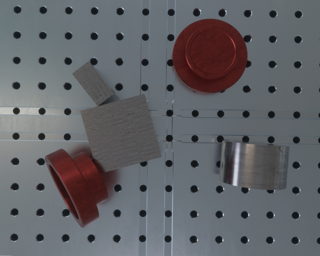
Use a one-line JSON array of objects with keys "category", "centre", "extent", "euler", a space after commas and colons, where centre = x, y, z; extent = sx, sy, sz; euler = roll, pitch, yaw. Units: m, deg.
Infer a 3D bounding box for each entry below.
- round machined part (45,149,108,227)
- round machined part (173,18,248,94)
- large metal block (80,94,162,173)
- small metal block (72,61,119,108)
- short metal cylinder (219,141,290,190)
[{"category": "round machined part", "centre": [-0.099, 0.068, 0.381], "extent": [0.042, 0.098, 0.098], "euler": [-28, 90, -26]}, {"category": "round machined part", "centre": [0.066, -0.095, 0.405], "extent": [0.099, 0.042, 0.097], "euler": [0, 90, 0]}, {"category": "large metal block", "centre": [-0.047, 0.007, 0.400], "extent": [0.080, 0.050, 0.080], "euler": [-15, 90, 0]}, {"category": "small metal block", "centre": [-0.081, -0.054, 0.400], "extent": [0.025, 0.050, 0.050], "euler": [-38, 90, 0]}, {"category": "short metal cylinder", "centre": [0.117, 0.044, 0.387], "extent": [0.080, 0.080, 0.050], "euler": [5, 90, 0]}]
